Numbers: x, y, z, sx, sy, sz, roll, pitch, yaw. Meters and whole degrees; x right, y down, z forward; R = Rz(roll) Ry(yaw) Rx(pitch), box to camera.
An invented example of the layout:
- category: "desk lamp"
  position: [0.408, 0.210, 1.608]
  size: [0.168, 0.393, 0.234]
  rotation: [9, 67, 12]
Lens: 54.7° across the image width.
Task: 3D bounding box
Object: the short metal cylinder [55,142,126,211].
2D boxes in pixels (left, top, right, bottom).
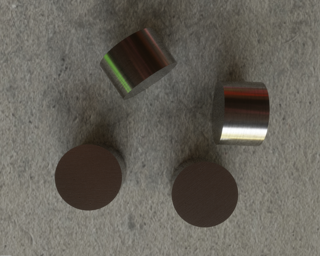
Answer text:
- category: "short metal cylinder"
  position: [-0.086, 0.059, 0.396]
  size: [0.081, 0.050, 0.079]
  rotation: [0, 90, -1]

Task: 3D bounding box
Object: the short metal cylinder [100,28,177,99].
- category: "short metal cylinder"
  position: [-0.026, -0.078, 0.382]
  size: [0.080, 0.080, 0.050]
  rotation: [-34, 90, 0]

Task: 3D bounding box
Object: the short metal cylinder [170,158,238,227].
- category: "short metal cylinder"
  position: [0.054, 0.080, 0.398]
  size: [0.081, 0.050, 0.079]
  rotation: [0, 90, -1]

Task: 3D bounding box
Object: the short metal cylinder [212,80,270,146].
- category: "short metal cylinder"
  position: [0.097, -0.018, 0.384]
  size: [0.050, 0.080, 0.079]
  rotation: [2, 90, 0]
